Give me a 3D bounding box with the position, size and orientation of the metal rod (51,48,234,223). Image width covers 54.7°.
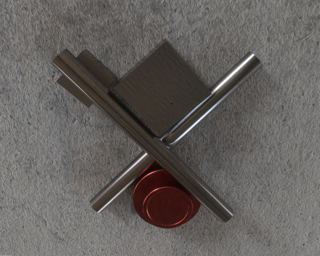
[{"bbox_3d":[-0.011,0.020,0.391,0.025,0.025,0.300,-42,105,13],"label":"metal rod"}]

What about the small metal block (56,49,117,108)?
[{"bbox_3d":[-0.091,-0.062,0.388,0.050,0.025,0.050,41,105,-14],"label":"small metal block"}]

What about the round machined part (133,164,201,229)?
[{"bbox_3d":[0.011,0.102,0.439,0.099,0.042,0.097,0,110,-1],"label":"round machined part"}]

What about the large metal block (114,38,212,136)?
[{"bbox_3d":[0.003,-0.051,0.380,0.080,0.050,0.080,-40,106,13],"label":"large metal block"}]

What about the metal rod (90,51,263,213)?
[{"bbox_3d":[0.013,0.014,0.418,0.025,0.025,0.299,43,104,-15],"label":"metal rod"}]
